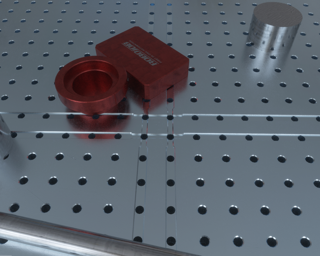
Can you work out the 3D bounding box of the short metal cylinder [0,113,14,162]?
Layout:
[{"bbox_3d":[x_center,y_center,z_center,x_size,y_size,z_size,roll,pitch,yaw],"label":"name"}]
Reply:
[{"bbox_3d":[-0.232,0.009,0.382,0.080,0.050,0.080,0,50,0],"label":"short metal cylinder"}]

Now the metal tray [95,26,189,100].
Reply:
[{"bbox_3d":[-0.029,-0.108,0.495,0.091,0.030,0.130,-35,58,-26],"label":"metal tray"}]

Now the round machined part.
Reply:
[{"bbox_3d":[-0.095,-0.057,0.443,0.099,0.042,0.098,0,50,0],"label":"round machined part"}]

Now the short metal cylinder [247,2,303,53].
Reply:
[{"bbox_3d":[0.199,-0.176,0.541,0.080,0.050,0.080,0,50,0],"label":"short metal cylinder"}]

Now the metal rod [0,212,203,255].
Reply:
[{"bbox_3d":[-0.066,0.117,0.308,0.301,0.025,0.025,10,51,8],"label":"metal rod"}]
